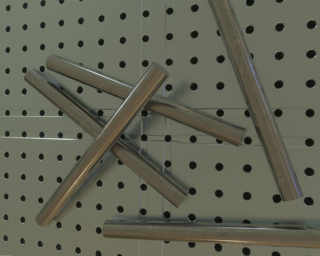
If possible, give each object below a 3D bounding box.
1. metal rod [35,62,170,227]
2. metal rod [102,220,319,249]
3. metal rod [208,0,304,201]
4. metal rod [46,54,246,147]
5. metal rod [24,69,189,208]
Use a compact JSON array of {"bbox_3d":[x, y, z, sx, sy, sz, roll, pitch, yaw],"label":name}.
[{"bbox_3d":[-0.089,0.036,0.418,0.025,0.025,0.299,46,113,14],"label":"metal rod"},{"bbox_3d":[0.067,0.132,0.388,0.301,0.025,0.025,-4,89,19],"label":"metal rod"},{"bbox_3d":[0.106,-0.060,0.374,0.025,0.025,0.299,-21,83,18],"label":"metal rod"},{"bbox_3d":[-0.032,-0.044,0.422,0.301,0.025,0.025,23,98,18],"label":"metal rod"},{"bbox_3d":[-0.085,0.006,0.441,0.300,0.025,0.025,37,102,15],"label":"metal rod"}]
